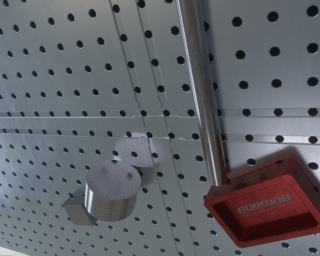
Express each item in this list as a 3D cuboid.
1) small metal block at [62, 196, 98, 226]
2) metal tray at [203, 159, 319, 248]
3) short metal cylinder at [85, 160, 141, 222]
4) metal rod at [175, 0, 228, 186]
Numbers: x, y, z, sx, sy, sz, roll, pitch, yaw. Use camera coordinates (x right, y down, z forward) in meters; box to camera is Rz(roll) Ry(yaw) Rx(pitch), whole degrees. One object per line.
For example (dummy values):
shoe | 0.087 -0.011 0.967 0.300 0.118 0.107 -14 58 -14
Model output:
small metal block | -0.149 0.157 0.586 0.050 0.025 0.050 -8 115 31
metal tray | 0.134 0.103 0.400 0.130 0.030 0.090 -31 102 38
short metal cylinder | -0.073 0.094 0.472 0.080 0.080 0.050 24 127 13
metal rod | 0.045 -0.061 0.349 0.025 0.025 0.298 1 119 28
